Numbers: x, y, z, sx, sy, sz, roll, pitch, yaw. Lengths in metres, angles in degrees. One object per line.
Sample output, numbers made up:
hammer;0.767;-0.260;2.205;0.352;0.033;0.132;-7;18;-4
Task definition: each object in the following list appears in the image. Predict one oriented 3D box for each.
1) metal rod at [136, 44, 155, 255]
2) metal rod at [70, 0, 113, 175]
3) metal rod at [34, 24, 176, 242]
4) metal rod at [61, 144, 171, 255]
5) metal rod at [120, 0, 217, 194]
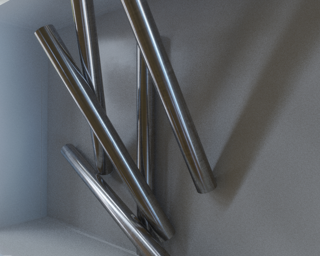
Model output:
metal rod;-0.019;0.021;0.422;0.025;0.025;0.298;0;90;40
metal rod;-0.087;-0.061;0.401;0.025;0.025;0.298;27;132;36
metal rod;-0.065;0.011;0.387;0.025;0.025;0.299;-26;97;37
metal rod;-0.071;0.103;0.440;0.300;0.025;0.025;36;112;42
metal rod;0.000;-0.063;0.325;0.025;0.025;0.299;-10;110;40
